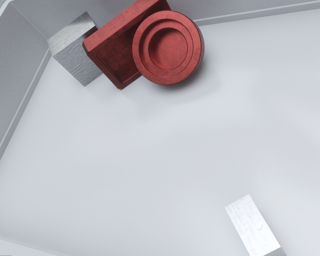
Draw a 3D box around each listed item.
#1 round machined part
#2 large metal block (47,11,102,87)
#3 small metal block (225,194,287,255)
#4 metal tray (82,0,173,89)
[{"bbox_3d":[0.014,-0.110,0.433,0.098,0.042,0.097,4,101,19],"label":"round machined part"},{"bbox_3d":[-0.123,-0.128,0.512,0.080,0.080,0.050,-35,52,5],"label":"large metal block"},{"bbox_3d":[0.088,0.095,0.284,0.025,0.050,0.050,-31,52,8],"label":"small metal block"},{"bbox_3d":[-0.035,-0.126,0.457,0.130,0.090,0.030,-35,51,4],"label":"metal tray"}]
